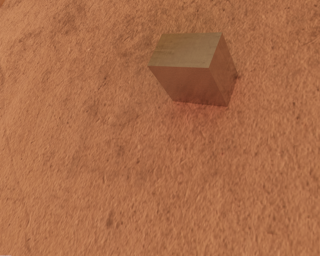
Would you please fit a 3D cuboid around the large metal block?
[{"bbox_3d":[0.044,-0.072,0.391,0.080,0.080,0.050,9,67,32],"label":"large metal block"}]
